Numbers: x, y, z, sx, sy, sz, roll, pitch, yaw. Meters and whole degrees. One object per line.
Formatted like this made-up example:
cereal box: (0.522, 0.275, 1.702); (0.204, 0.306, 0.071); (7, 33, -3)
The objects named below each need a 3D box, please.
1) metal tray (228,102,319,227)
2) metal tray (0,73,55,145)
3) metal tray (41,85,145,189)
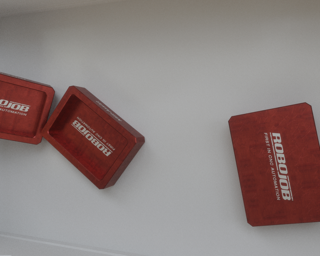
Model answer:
metal tray: (0.137, 0.043, 0.359); (0.090, 0.030, 0.129); (-11, 86, 19)
metal tray: (-0.229, -0.033, 0.442); (0.030, 0.131, 0.089); (28, 103, 60)
metal tray: (-0.097, 0.012, 0.442); (0.130, 0.030, 0.090); (39, 102, 15)
